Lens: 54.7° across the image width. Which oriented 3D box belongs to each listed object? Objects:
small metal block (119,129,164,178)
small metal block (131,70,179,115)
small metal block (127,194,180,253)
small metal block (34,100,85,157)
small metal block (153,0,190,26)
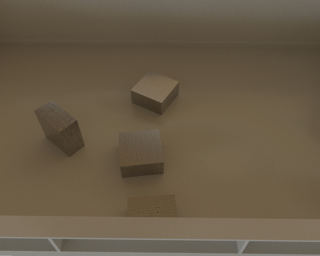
[{"bbox_3d":[-0.023,0.031,0.379,0.050,0.025,0.050,-5,50,-5],"label":"small metal block"},{"bbox_3d":[-0.007,-0.052,0.448,0.050,0.025,0.050,24,54,19],"label":"small metal block"},{"bbox_3d":[-0.007,0.099,0.322,0.050,0.025,0.050,-3,50,-3],"label":"small metal block"},{"bbox_3d":[-0.124,0.001,0.387,0.050,0.050,0.025,35,58,25],"label":"small metal block"},{"bbox_3d":[0.022,-0.229,0.600,0.050,0.025,0.050,33,57,25],"label":"small metal block"}]
